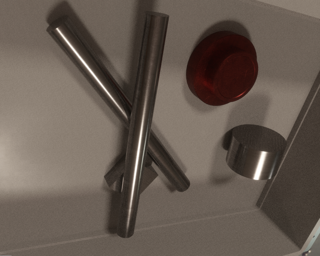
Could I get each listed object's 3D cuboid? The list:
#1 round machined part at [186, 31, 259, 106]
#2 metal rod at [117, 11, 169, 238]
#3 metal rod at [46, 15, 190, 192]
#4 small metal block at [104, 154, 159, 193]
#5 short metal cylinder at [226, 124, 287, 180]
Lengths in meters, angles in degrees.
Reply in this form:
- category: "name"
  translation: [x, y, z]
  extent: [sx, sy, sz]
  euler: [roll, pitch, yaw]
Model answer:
- category: "round machined part"
  translation: [0.087, -0.072, 0.403]
  extent: [0.099, 0.042, 0.097]
  euler: [-14, 125, -21]
- category: "metal rod"
  translation: [-0.026, 0.018, 0.372]
  extent: [0.025, 0.025, 0.298]
  euler: [-5, 121, -26]
- category: "metal rod"
  translation: [-0.031, -0.005, 0.389]
  extent: [0.025, 0.025, 0.300]
  euler: [-38, 130, -3]
- category: "small metal block"
  translation: [-0.040, 0.066, 0.430]
  extent: [0.050, 0.025, 0.050]
  euler: [-47, 130, 5]
- category: "short metal cylinder"
  translation: [0.147, 0.035, 0.478]
  extent: [0.081, 0.080, 0.050]
  euler: [-8, 122, -25]
